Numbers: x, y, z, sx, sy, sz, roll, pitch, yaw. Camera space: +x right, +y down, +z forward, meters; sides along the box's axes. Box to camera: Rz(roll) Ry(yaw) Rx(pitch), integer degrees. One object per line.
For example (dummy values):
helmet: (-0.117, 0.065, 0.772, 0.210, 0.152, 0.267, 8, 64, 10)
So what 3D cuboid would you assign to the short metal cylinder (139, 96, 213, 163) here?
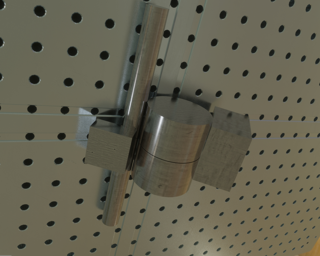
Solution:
short metal cylinder: (0.019, 0.000, 0.380, 0.081, 0.080, 0.050, 0, 118, -29)

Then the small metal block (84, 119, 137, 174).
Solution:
small metal block: (-0.059, 0.022, 0.373, 0.050, 0.025, 0.050, 16, 114, 3)

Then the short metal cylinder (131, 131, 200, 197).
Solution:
short metal cylinder: (0.007, 0.044, 0.402, 0.081, 0.080, 0.050, 0, 118, -29)

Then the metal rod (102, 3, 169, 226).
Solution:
metal rod: (-0.037, 0.003, 0.387, 0.025, 0.025, 0.298, 0, 118, -29)

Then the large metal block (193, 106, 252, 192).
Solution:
large metal block: (0.085, 0.026, 0.424, 0.050, 0.080, 0.079, 18, 115, 5)
